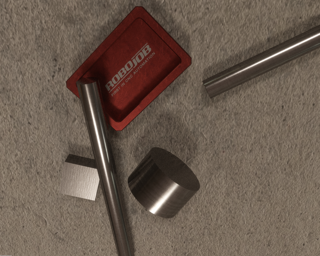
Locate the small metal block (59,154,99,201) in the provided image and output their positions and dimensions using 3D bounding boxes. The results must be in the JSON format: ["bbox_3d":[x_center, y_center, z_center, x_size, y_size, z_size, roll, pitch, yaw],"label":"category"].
[{"bbox_3d":[-0.109,0.069,0.434,0.050,0.025,0.050,14,109,-6],"label":"small metal block"}]

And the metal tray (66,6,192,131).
[{"bbox_3d":[-0.038,-0.070,0.380,0.130,0.030,0.090,-43,105,14],"label":"metal tray"}]

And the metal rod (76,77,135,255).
[{"bbox_3d":[-0.066,0.078,0.418,0.025,0.025,0.298,-6,117,2],"label":"metal rod"}]

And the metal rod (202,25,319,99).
[{"bbox_3d":[0.194,-0.111,0.371,0.301,0.025,0.025,-25,109,8],"label":"metal rod"}]

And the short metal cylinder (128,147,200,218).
[{"bbox_3d":[0.005,0.070,0.407,0.080,0.080,0.050,35,106,-12],"label":"short metal cylinder"}]
